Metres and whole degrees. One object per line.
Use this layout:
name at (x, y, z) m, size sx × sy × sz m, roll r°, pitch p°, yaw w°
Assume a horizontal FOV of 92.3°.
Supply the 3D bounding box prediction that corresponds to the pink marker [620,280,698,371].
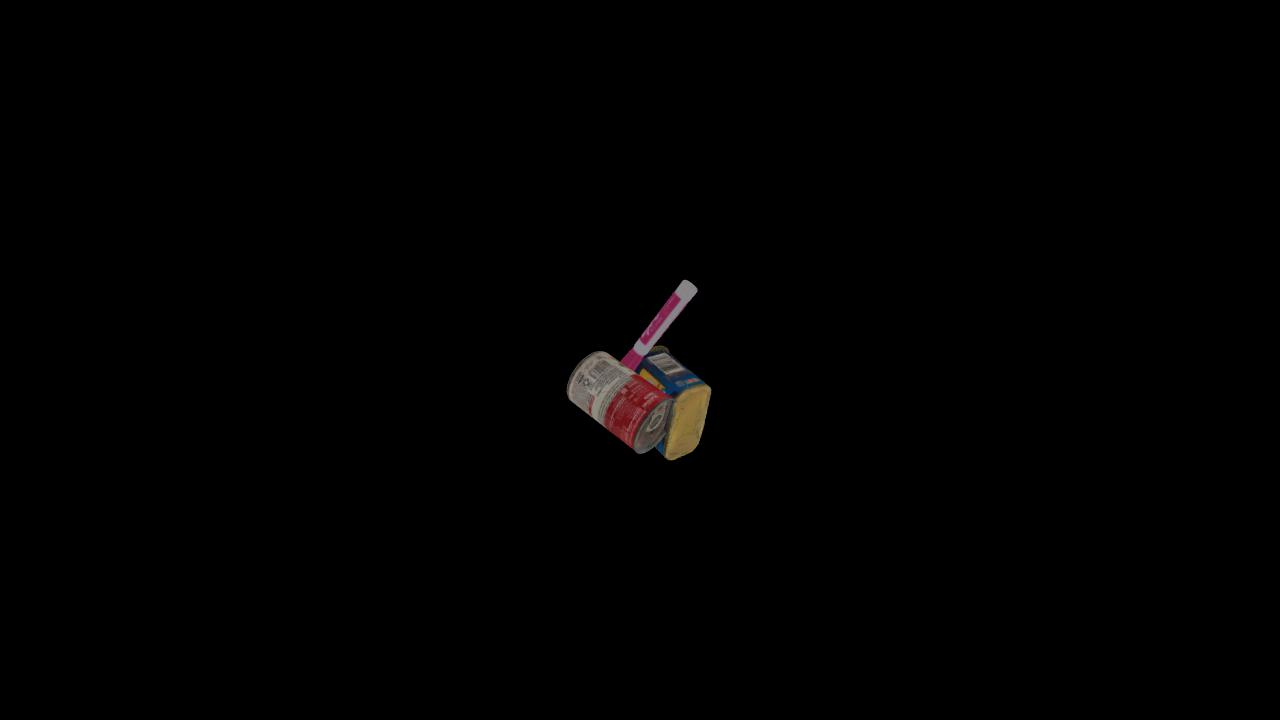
pink marker at (0.017, -0.032, 0.646) m, size 0.020 × 0.121 × 0.020 m, roll 32°, pitch 24°, yaw -16°

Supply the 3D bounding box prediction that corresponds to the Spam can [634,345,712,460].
Spam can at (0.029, 0.049, 0.692) m, size 0.058 × 0.101 × 0.085 m, roll -15°, pitch 38°, yaw -32°

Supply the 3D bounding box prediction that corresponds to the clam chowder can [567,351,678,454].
clam chowder can at (-0.020, 0.043, 0.650) m, size 0.102 × 0.068 × 0.068 m, roll 34°, pitch 16°, yaw 26°
